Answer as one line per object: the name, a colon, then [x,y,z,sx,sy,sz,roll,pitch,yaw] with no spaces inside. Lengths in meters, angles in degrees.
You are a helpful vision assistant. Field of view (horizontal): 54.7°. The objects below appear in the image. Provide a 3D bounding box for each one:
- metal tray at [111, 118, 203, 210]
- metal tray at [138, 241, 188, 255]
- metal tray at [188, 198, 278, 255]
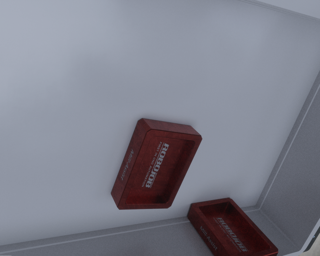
metal tray: [-0.006,0.055,0.437,0.091,0.030,0.129,8,114,-33]
metal tray: [-0.026,0.237,0.521,0.131,0.030,0.089,-11,147,-23]
metal tray: [0.117,0.174,0.515,0.091,0.130,0.030,-1,119,-29]
